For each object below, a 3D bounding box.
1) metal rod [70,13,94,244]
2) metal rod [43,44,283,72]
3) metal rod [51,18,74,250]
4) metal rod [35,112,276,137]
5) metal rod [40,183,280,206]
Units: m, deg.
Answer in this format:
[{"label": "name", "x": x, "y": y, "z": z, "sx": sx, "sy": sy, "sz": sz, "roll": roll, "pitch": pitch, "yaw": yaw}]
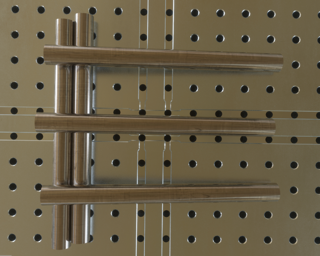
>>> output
[{"label": "metal rod", "x": -0.103, "y": 0.001, "z": 0.411, "sx": 0.025, "sy": 0.025, "sz": 0.298, "roll": 1, "pitch": 90, "yaw": -1}, {"label": "metal rod", "x": 0.010, "y": -0.089, "z": 0.399, "sx": 0.302, "sy": 0.025, "sz": 0.025, "roll": 1, "pitch": 90, "yaw": -7}, {"label": "metal rod", "x": -0.128, "y": 0.008, "z": 0.411, "sx": 0.025, "sy": 0.025, "sz": 0.298, "roll": 1, "pitch": 90, "yaw": -1}, {"label": "metal rod", "x": 0.000, "y": -0.004, "z": 0.398, "sx": 0.302, "sy": 0.025, "sz": 0.025, "roll": 1, "pitch": 90, "yaw": -7}, {"label": "metal rod", "x": 0.006, "y": 0.085, "z": 0.399, "sx": 0.302, "sy": 0.025, "sz": 0.025, "roll": 1, "pitch": 90, "yaw": -7}]
